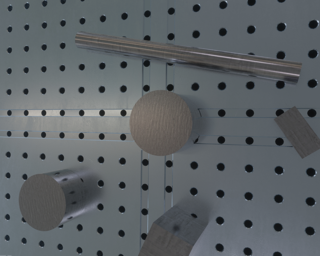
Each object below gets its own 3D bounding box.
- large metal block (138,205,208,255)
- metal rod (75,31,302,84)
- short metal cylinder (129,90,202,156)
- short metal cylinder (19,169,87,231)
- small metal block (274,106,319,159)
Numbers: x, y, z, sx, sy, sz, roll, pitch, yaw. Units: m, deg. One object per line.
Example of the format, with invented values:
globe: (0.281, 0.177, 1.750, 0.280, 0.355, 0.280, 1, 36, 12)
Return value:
large metal block: (0.012, 0.151, 0.379, 0.050, 0.080, 0.080, 26, 99, 18)
metal rod: (0.022, -0.096, 0.404, 0.301, 0.025, 0.025, 13, 95, 19)
short metal cylinder: (0.008, -0.006, 0.396, 0.080, 0.050, 0.079, 0, 90, 20)
short metal cylinder: (-0.156, 0.103, 0.454, 0.080, 0.050, 0.079, 0, 90, 20)
small metal block: (0.153, 0.004, 0.345, 0.025, 0.050, 0.050, -35, 79, 17)
